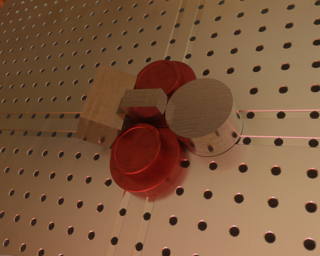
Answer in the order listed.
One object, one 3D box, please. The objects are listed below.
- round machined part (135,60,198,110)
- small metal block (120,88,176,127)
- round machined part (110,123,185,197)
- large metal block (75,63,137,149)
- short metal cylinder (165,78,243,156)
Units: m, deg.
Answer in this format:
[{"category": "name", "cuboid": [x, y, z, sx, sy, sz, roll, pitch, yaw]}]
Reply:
[{"category": "round machined part", "cuboid": [0.003, -0.056, 0.430, 0.098, 0.042, 0.098, -13, 56, 21]}, {"category": "small metal block", "cuboid": [-0.013, -0.024, 0.385, 0.050, 0.050, 0.025, 1, 63, 29]}, {"category": "round machined part", "cuboid": [-0.022, 0.033, 0.389, 0.098, 0.042, 0.098, -13, 56, 21]}, {"category": "large metal block", "cuboid": [-0.075, -0.027, 0.422, 0.050, 0.080, 0.080, 20, 65, -12]}, {"category": "short metal cylinder", "cuboid": [0.053, -0.012, 0.371, 0.080, 0.050, 0.080, -13, 56, 21]}]
